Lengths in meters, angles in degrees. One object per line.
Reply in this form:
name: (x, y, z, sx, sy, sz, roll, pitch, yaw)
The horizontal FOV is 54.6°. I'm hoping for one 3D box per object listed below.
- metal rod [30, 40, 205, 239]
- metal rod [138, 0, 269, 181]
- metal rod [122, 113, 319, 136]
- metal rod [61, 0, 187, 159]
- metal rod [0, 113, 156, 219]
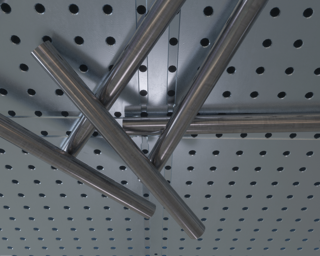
metal rod: (-0.040, 0.025, 0.376, 0.025, 0.025, 0.300, -32, 106, 24)
metal rod: (0.045, -0.044, 0.351, 0.025, 0.025, 0.298, 20, 120, -17)
metal rod: (0.103, -0.005, 0.407, 0.302, 0.025, 0.025, -1, 130, 1)
metal rod: (-0.055, -0.050, 0.368, 0.025, 0.025, 0.299, 27, 125, -21)
metal rod: (-0.126, 0.046, 0.415, 0.301, 0.025, 0.025, 36, 121, -23)
